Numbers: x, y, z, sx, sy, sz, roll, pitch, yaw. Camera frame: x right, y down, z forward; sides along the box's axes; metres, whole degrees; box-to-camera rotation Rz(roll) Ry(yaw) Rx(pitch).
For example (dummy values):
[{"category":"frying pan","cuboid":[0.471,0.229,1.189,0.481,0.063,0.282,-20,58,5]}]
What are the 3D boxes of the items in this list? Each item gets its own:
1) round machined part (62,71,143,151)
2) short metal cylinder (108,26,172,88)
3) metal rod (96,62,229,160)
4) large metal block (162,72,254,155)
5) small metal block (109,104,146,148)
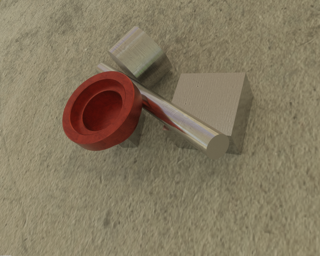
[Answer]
[{"category":"round machined part","cuboid":[-0.064,-0.017,0.374,0.098,0.042,0.098,-12,58,21]},{"category":"short metal cylinder","cuboid":[-0.029,-0.097,0.443,0.050,0.080,0.080,-45,51,-3]},{"category":"metal rod","cuboid":[-0.021,-0.040,0.391,0.025,0.025,0.300,-46,37,-4]},{"category":"large metal block","cuboid":[0.059,-0.018,0.369,0.080,0.050,0.080,5,64,30]},{"category":"small metal block","cuboid":[-0.046,-0.006,0.416,0.025,0.050,0.050,-2,61,27]}]
